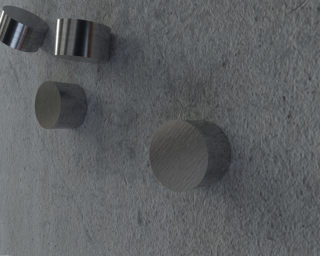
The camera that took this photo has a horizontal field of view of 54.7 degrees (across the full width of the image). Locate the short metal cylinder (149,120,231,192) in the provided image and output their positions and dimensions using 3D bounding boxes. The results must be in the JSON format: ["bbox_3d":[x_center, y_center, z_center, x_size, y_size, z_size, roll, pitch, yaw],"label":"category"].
[{"bbox_3d":[0.034,0.030,0.360,0.080,0.050,0.080,0,90,40],"label":"short metal cylinder"}]

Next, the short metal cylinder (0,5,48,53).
[{"bbox_3d":[-0.261,-0.187,0.585,0.080,0.081,0.050,49,119,29],"label":"short metal cylinder"}]

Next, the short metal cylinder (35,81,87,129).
[{"bbox_3d":[-0.170,-0.038,0.529,0.080,0.050,0.080,0,90,40],"label":"short metal cylinder"}]

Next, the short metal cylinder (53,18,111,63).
[{"bbox_3d":[-0.116,-0.128,0.465,0.080,0.081,0.050,10,96,39],"label":"short metal cylinder"}]
